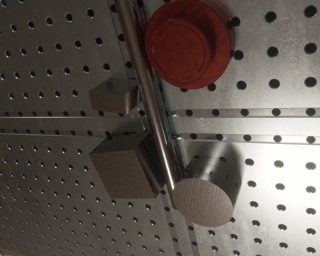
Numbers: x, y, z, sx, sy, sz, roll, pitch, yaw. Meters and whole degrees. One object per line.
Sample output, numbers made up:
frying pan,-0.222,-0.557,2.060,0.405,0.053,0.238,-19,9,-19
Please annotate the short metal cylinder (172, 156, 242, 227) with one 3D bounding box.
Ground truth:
short metal cylinder,0.063,0.084,0.413,0.080,0.050,0.079,13,124,20

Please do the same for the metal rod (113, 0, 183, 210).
metal rod,-0.005,-0.016,0.402,0.025,0.025,0.298,-1,118,28

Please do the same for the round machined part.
round machined part,0.027,-0.086,0.332,0.098,0.042,0.097,13,124,20

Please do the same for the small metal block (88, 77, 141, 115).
small metal block,-0.054,-0.042,0.395,0.050,0.050,0.025,9,122,23

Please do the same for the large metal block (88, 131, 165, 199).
large metal block,-0.043,0.055,0.450,0.080,0.050,0.080,-8,115,31
